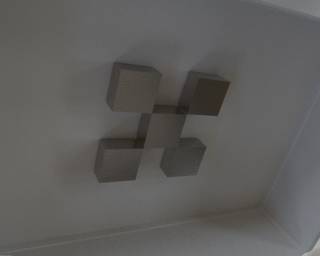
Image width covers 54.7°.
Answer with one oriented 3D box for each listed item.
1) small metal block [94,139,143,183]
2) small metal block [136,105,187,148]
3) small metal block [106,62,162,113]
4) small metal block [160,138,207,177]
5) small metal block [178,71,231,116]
[{"bbox_3d":[-0.054,0.042,0.402,0.050,0.025,0.050,1,118,-29],"label":"small metal block"},{"bbox_3d":[0.002,-0.002,0.405,0.050,0.025,0.050,0,118,-29],"label":"small metal block"},{"bbox_3d":[-0.031,-0.046,0.361,0.050,0.025,0.050,1,118,-29],"label":"small metal block"},{"bbox_3d":[0.033,0.042,0.450,0.050,0.025,0.050,1,118,-29],"label":"small metal block"},{"bbox_3d":[0.058,-0.045,0.409,0.050,0.025,0.050,2,117,-30],"label":"small metal block"}]
